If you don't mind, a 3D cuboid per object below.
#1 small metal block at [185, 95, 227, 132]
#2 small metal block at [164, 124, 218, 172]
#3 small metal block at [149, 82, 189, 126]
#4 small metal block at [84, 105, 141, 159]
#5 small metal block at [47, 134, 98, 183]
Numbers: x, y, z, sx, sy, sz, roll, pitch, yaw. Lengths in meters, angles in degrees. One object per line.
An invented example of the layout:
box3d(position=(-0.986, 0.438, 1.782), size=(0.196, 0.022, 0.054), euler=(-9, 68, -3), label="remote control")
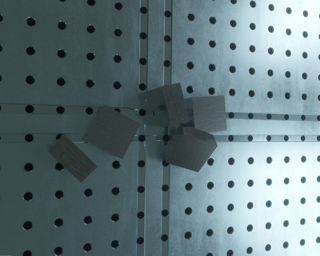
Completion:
box3d(position=(0.065, -0.019, 0.438), size=(0.050, 0.025, 0.050), euler=(-5, 92, -20), label="small metal block")
box3d(position=(0.040, 0.027, 0.415), size=(0.050, 0.025, 0.050), euler=(19, 121, -20), label="small metal block")
box3d(position=(0.011, -0.029, 0.404), size=(0.025, 0.050, 0.050), euler=(-16, 96, -20), label="small metal block")
box3d(position=(-0.061, 0.005, 0.391), size=(0.050, 0.025, 0.050), euler=(29, 80, -18), label="small metal block")
box3d(position=(-0.104, 0.034, 0.362), size=(0.025, 0.050, 0.050), euler=(-46, 105, -14), label="small metal block")
